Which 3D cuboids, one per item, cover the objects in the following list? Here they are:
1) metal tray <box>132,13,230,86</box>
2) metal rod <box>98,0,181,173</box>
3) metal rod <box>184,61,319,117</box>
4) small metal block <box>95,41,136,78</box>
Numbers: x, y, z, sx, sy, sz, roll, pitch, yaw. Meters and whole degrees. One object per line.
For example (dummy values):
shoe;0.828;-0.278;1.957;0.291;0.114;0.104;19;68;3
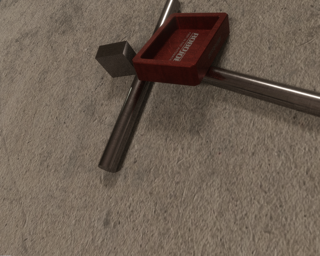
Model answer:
metal tray;0.032;-0.113;0.424;0.090;0.030;0.130;11;50;27
metal rod;-0.024;-0.077;0.461;0.025;0.025;0.300;6;64;30
metal rod;0.123;-0.045;0.366;0.300;0.025;0.025;24;75;36
small metal block;-0.064;-0.106;0.485;0.050;0.050;0.025;-3;61;26
